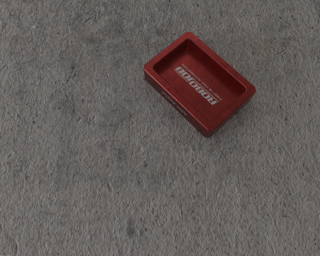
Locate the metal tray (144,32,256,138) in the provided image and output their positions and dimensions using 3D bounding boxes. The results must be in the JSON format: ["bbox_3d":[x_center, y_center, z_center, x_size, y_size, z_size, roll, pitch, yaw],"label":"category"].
[{"bbox_3d":[0.052,-0.062,0.428,0.090,0.030,0.130,-41,75,-14],"label":"metal tray"}]
